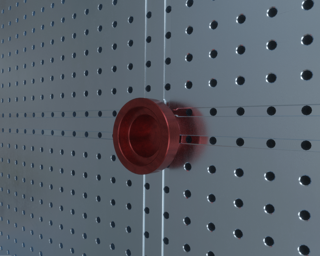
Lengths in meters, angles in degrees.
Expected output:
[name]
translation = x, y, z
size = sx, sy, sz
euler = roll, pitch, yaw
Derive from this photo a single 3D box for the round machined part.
[round machined part]
translation = -0.013, 0.010, 0.407
size = 0.098, 0.042, 0.097
euler = 0, 90, 39
